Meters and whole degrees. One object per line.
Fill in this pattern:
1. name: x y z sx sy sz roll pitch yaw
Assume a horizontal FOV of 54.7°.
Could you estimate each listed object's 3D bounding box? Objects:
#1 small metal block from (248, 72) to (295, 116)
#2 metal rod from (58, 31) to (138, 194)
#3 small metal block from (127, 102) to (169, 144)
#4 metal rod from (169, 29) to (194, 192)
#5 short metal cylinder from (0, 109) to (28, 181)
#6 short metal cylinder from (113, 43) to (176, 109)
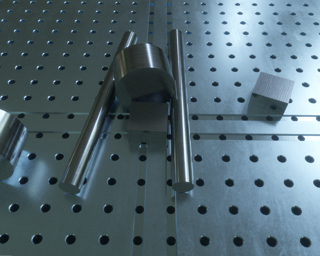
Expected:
1. small metal block: 0.163 -0.051 0.452 0.050 0.025 0.050 20 53 16
2. metal rod: -0.077 -0.045 0.444 0.025 0.025 0.300 8 50 6
3. small metal block: -0.015 -0.008 0.414 0.050 0.025 0.050 3 50 2
4. metal rod: 0.027 -0.048 0.447 0.025 0.025 0.300 0 50 0
5. short metal cylinder: -0.201 0.019 0.355 0.080 0.080 0.050 2 50 2
6. short metal cylinder: -0.023 -0.069 0.429 0.081 0.080 0.050 -7 52 -6
